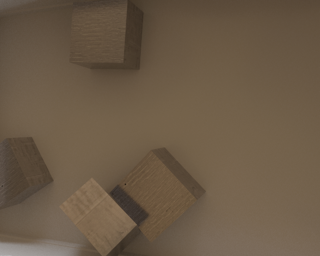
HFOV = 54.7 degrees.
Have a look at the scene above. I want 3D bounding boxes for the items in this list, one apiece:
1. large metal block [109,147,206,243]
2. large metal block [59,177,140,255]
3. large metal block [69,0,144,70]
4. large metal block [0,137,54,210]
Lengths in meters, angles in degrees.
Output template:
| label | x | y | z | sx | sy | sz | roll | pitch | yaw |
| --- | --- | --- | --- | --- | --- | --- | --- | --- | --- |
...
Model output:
| label | x | y | z | sx | sy | sz | roll | pitch | yaw |
| --- | --- | --- | --- | --- | --- | --- | --- | --- | --- |
| large metal block | -0.002 | 0.083 | 0.398 | 0.080 | 0.050 | 0.080 | 47 | 104 | 14 |
| large metal block | -0.073 | 0.119 | 0.398 | 0.080 | 0.080 | 0.050 | 42 | 71 | 17 |
| large metal block | -0.072 | -0.124 | 0.423 | 0.080 | 0.050 | 0.079 | 5 | 92 | 20 |
| large metal block | -0.226 | 0.069 | 0.477 | 0.080 | 0.050 | 0.080 | -33 | 79 | 17 |
